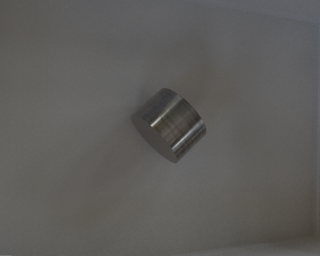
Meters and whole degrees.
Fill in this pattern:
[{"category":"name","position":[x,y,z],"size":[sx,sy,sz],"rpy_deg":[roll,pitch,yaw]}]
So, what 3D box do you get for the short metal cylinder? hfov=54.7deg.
[{"category":"short metal cylinder","position":[0.010,-0.003,0.383],"size":[0.050,0.080,0.080],"rpy_deg":[-43,104,-15]}]
